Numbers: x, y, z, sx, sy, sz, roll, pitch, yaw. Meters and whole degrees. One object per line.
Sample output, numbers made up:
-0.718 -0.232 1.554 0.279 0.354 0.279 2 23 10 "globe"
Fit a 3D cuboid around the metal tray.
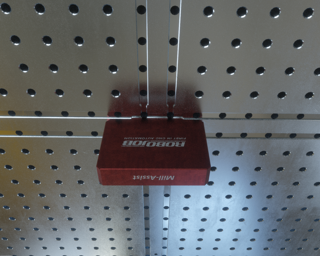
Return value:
-0.007 0.028 0.392 0.131 0.090 0.030 0 130 0 "metal tray"
